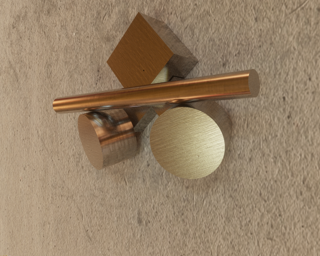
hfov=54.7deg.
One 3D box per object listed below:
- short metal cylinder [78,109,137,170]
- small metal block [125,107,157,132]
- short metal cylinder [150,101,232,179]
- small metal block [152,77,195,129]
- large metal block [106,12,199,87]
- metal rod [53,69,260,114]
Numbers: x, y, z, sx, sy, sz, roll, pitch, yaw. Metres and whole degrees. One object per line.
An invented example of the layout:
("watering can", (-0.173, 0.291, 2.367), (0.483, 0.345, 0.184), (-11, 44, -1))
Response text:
("short metal cylinder", (-0.075, 0.012, 0.433), (0.080, 0.050, 0.079), (35, 135, 45))
("small metal block", (-0.031, -0.030, 0.432), (0.050, 0.025, 0.050), (-50, 61, 27))
("short metal cylinder", (0.035, 0.009, 0.343), (0.080, 0.050, 0.079), (7, 110, 19))
("small metal block", (0.024, -0.027, 0.386), (0.050, 0.025, 0.050), (-51, 61, 28))
("large metal block", (-0.012, -0.085, 0.397), (0.080, 0.050, 0.080), (-50, 61, 28))
("metal rod", (-0.033, -0.036, 0.366), (0.300, 0.025, 0.025), (-1, 89, 40))
